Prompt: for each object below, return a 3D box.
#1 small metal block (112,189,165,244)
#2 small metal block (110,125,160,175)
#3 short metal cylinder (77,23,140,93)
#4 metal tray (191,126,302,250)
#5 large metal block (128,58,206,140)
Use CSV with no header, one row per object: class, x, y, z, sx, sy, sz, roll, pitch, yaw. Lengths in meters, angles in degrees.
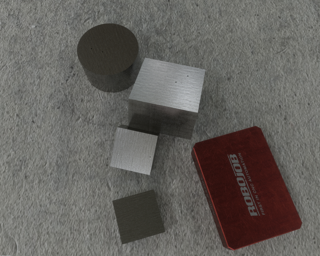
small metal block,-0.025,0.106,0.369,0.050,0.025,0.050,-15,71,-6
small metal block,-0.030,0.026,0.387,0.050,0.025,0.050,12,99,4
short metal cylinder,-0.068,-0.096,0.429,0.081,0.050,0.080,0,70,0
metal tray,0.101,0.071,0.380,0.091,0.030,0.130,-16,71,-6
large metal block,0.009,-0.039,0.396,0.080,0.050,0.080,12,49,4
